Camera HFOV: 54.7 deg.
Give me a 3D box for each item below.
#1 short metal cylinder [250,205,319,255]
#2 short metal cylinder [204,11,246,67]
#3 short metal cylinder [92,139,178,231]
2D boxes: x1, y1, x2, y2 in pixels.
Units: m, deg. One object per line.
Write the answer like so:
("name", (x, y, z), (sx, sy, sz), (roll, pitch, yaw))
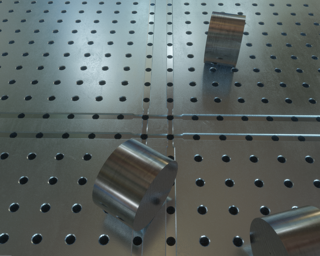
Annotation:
("short metal cylinder", (0.122, 0.115, 0.276), (0.050, 0.080, 0.080), (-11, 51, -9))
("short metal cylinder", (0.102, -0.139, 0.489), (0.050, 0.080, 0.080), (11, 51, 9))
("short metal cylinder", (-0.024, 0.058, 0.323), (0.050, 0.080, 0.080), (27, 55, 21))
